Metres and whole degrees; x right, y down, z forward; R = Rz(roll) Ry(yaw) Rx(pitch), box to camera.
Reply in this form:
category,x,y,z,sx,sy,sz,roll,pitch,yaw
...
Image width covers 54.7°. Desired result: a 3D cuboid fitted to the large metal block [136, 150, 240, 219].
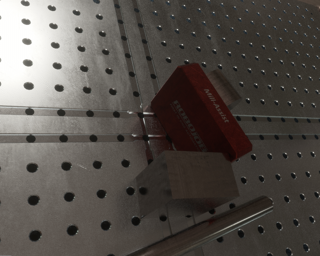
category,x,y,z,sx,sy,sz,roll,pitch,yaw
large metal block,0.027,0.066,0.349,0.081,0.080,0.050,5,60,-26

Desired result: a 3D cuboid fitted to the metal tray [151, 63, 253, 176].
category,x,y,z,sx,sy,sz,roll,pitch,yaw
metal tray,0.047,-0.006,0.396,0.030,0.090,0.130,-20,73,-36

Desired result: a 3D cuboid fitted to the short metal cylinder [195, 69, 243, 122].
category,x,y,z,sx,sy,sz,roll,pitch,yaw
short metal cylinder,0.067,-0.037,0.433,0.081,0.080,0.050,-27,77,-37

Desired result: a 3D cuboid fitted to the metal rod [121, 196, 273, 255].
category,x,y,z,sx,sy,sz,roll,pitch,yaw
metal rod,0.020,0.128,0.341,0.303,0.025,0.025,-11,68,-33
